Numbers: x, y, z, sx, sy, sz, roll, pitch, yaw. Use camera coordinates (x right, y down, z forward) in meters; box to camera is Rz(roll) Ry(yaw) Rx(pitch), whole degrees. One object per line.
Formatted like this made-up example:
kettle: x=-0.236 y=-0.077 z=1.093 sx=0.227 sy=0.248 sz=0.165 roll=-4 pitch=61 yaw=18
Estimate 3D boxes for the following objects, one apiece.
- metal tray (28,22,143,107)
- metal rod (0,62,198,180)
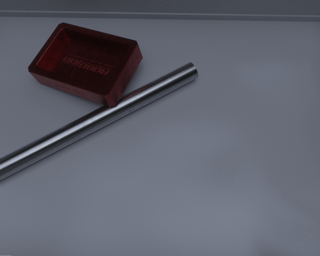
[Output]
metal tray: x=-0.101 y=-0.089 z=0.424 sx=0.130 sy=0.030 sz=0.090 roll=19 pitch=69 yaw=18
metal rod: x=-0.083 y=-0.012 z=0.412 sx=0.302 sy=0.025 sz=0.025 roll=-28 pitch=73 yaw=-10
